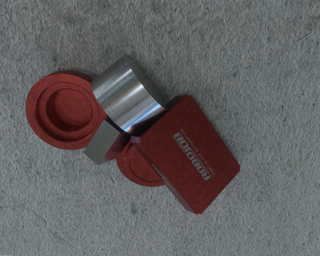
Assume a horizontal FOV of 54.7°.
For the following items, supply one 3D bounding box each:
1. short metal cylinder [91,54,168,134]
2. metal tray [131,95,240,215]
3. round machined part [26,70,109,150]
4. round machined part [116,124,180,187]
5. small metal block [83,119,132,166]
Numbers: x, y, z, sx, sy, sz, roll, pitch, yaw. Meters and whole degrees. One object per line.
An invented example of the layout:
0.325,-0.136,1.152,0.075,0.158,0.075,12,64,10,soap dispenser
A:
-0.035,-0.040,0.367,0.050,0.080,0.080,-36,107,12,short metal cylinder
0.036,0.034,0.398,0.090,0.030,0.130,-43,108,-19,metal tray
-0.112,-0.025,0.391,0.099,0.042,0.097,0,110,-1,round machined part
-0.011,0.037,0.415,0.099,0.042,0.097,0,110,-1,round machined part
-0.060,0.015,0.383,0.025,0.050,0.050,39,107,12,small metal block
